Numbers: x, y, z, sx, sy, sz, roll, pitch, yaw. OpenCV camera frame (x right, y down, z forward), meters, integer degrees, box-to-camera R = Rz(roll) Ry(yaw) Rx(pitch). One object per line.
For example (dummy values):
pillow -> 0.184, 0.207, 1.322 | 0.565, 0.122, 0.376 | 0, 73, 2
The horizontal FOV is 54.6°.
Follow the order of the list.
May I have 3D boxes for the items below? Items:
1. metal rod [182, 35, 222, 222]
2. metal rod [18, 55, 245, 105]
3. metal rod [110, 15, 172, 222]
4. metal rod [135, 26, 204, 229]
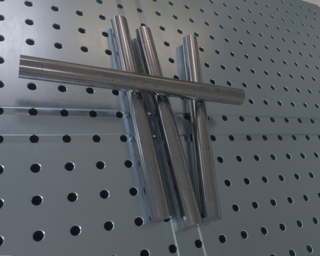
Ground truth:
metal rod -> 0.056, -0.019, 0.449 | 0.025, 0.025, 0.299 | 11, 57, -22
metal rod -> -0.016, -0.056, 0.399 | 0.302, 0.025, 0.025 | 4, 60, -26
metal rod -> -0.031, -0.030, 0.409 | 0.025, 0.025, 0.299 | 1, 61, -28
metal rod -> 0.006, -0.018, 0.421 | 0.025, 0.025, 0.299 | 0, 62, -28
